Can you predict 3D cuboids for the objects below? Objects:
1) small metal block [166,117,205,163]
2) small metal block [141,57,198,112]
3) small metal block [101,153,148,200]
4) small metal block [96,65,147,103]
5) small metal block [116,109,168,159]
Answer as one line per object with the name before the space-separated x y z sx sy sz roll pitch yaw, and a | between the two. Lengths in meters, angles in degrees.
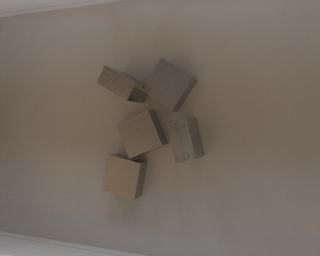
small metal block | 0.033 0.014 0.385 0.025 0.050 0.050 -14 86 20
small metal block | 0.013 -0.056 0.406 0.050 0.025 0.050 35 101 16
small metal block | -0.048 0.066 0.428 0.050 0.025 0.050 12 94 19
small metal block | -0.047 -0.057 0.414 0.050 0.050 0.025 31 100 17
small metal block | -0.024 0.008 0.419 0.050 0.025 0.050 -24 82 18
